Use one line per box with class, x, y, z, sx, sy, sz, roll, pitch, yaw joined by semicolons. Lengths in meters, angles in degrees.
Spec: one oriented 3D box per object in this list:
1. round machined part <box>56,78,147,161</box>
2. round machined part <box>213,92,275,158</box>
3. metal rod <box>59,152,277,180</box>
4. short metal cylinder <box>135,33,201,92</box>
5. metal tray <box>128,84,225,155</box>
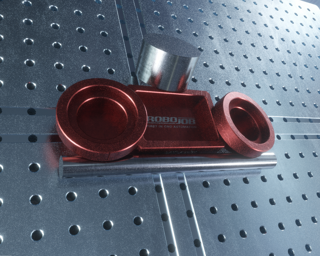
round machined part;-0.067;-0.006;0.354;0.099;0.042;0.098;9;57;-14
round machined part;0.115;-0.001;0.448;0.099;0.042;0.098;20;50;-25
metal rod;0.031;0.045;0.392;0.303;0.025;0.025;2;61;-28
short metal cylinder;0.010;-0.092;0.430;0.081;0.050;0.080;14;31;-8
metal tray;0.017;-0.009;0.414;0.131;0.030;0.090;1;62;-28
